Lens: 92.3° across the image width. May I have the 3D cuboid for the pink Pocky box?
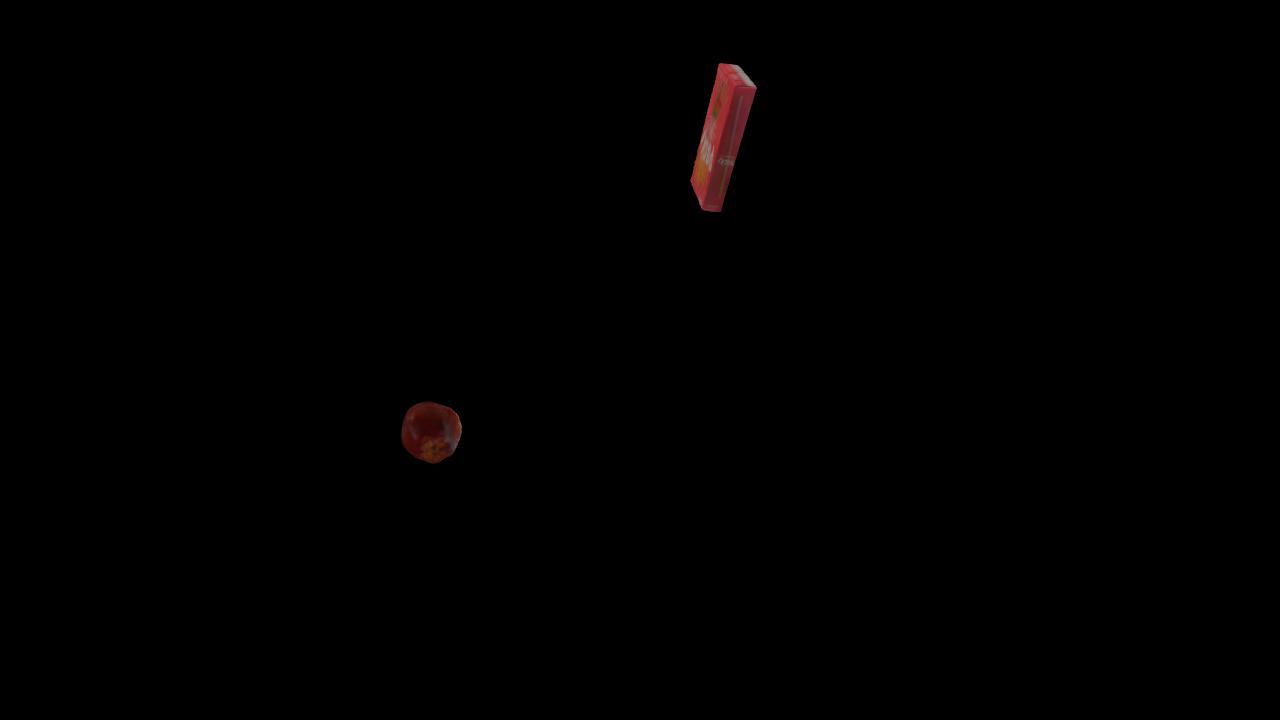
[{"bbox_3d":[0.098,-0.269,0.752,0.029,0.155,0.084,3,40,-12],"label":"pink Pocky box"}]

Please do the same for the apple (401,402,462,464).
[{"bbox_3d":[-0.280,0.096,0.824,0.079,0.079,0.093,0,26,-19],"label":"apple"}]
